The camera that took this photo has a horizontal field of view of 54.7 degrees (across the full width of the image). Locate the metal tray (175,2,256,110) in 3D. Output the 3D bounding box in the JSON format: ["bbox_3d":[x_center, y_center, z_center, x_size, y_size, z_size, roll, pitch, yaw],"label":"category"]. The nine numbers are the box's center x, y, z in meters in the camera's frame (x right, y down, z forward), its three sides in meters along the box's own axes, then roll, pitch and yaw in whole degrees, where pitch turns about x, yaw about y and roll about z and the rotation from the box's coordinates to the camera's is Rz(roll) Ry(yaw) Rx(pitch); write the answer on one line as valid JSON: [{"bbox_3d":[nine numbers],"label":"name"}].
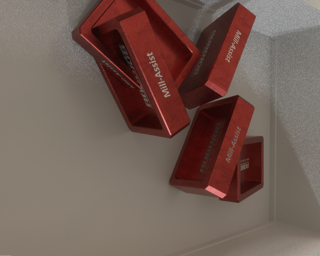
[{"bbox_3d":[0.072,-0.094,0.420,0.030,0.090,0.130,30,70,-18],"label":"metal tray"}]

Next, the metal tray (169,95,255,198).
[{"bbox_3d":[0.068,0.024,0.418,0.030,0.090,0.130,31,71,-22],"label":"metal tray"}]

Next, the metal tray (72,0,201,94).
[{"bbox_3d":[-0.022,-0.096,0.360,0.130,0.030,0.090,41,74,-27],"label":"metal tray"}]

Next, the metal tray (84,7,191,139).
[{"bbox_3d":[-0.026,-0.054,0.339,0.030,0.090,0.129,-35,112,-27],"label":"metal tray"}]

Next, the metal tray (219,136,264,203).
[{"bbox_3d":[0.131,0.059,0.489,0.131,0.030,0.089,-1,91,-57],"label":"metal tray"}]
